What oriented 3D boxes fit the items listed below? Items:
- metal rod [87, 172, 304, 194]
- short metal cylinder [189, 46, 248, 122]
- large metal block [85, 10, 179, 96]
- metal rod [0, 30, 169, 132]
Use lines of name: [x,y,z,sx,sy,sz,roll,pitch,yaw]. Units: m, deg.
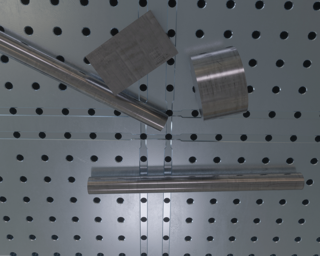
metal rod: [0.050,0.079,0.443,0.302,0.025,0.025,-1,110,0]
short metal cylinder: [0.068,-0.052,0.366,0.050,0.080,0.079,-12,110,4]
large metal block: [-0.029,-0.088,0.351,0.080,0.080,0.050,-32,107,11]
metal rod: [-0.128,-0.072,0.385,0.301,0.025,0.025,26,108,-10]
